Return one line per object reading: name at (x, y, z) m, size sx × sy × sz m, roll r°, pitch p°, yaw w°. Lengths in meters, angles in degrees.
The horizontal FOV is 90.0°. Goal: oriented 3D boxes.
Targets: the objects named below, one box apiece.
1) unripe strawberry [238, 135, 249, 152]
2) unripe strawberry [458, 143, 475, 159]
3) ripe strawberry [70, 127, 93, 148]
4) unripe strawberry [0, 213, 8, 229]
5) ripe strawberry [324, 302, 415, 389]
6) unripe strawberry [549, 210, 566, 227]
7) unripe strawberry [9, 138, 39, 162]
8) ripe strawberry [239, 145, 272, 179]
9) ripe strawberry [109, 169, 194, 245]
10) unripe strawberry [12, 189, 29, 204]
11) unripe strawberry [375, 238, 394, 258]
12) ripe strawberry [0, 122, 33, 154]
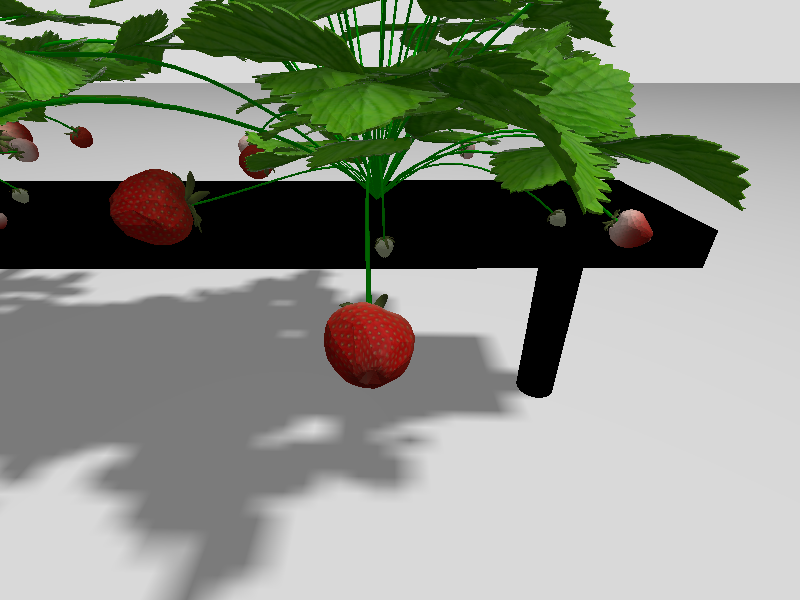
unripe strawberry at (-0.191, -0.197, 0.509) m, size 0.032 × 0.027 × 0.032 m, roll -24°, pitch 25°, yaw -35°
unripe strawberry at (0.086, -0.191, 0.508) m, size 0.021 × 0.022 × 0.022 m, roll 16°, pitch 26°, yaw 25°
ripe strawberry at (-0.448, -0.228, 0.566) m, size 0.024 × 0.028 × 0.027 m, roll 2°, pitch -18°, yaw 4°
unripe strawberry at (-0.278, -0.055, 0.277) m, size 0.011 × 0.011 × 0.011 m, roll 12°, pitch 32°, yaw 20°
ripe strawberry at (-0.011, 0.016, 0.140) m, size 0.032 × 0.028 × 0.033 m, roll -1°, pitch 31°, yaw -2°
unripe strawberry at (0.114, -0.058, 0.288) m, size 0.012 × 0.012 × 0.011 m, roll -50°, pitch -4°, yaw 40°
unripe strawberry at (-0.460, -0.185, 0.492) m, size 0.026 × 0.028 × 0.028 m, roll 2°, pitch 30°, yaw 3°
ripe strawberry at (-0.151, -0.142, 0.413) m, size 0.035 × 0.034 × 0.032 m, roll 14°, pitch 33°, yaw 28°
ripe strawberry at (-0.155, -0.057, 0.250) m, size 0.044 × 0.046 × 0.040 m, roll -22°, pitch 37°, yaw -32°
unripe strawberry at (-0.322, -0.088, 0.341) m, size 0.010 × 0.012 × 0.012 m, roll -9°, pitch 29°, yaw 10°
unripe strawberry at (-0.009, -0.029, 0.224) m, size 0.010 × 0.011 × 0.011 m, roll -2°, pitch 30°, yaw -4°
ripe strawberry at (-0.509, -0.214, 0.521) m, size 0.052 × 0.045 × 0.052 m, roll -5°, pitch 30°, yaw -9°
